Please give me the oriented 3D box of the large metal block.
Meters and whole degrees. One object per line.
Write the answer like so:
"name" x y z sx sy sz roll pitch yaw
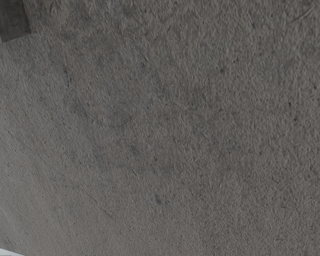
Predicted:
"large metal block" -0.230 -0.162 0.412 0.080 0.050 0.079 11 123 22
